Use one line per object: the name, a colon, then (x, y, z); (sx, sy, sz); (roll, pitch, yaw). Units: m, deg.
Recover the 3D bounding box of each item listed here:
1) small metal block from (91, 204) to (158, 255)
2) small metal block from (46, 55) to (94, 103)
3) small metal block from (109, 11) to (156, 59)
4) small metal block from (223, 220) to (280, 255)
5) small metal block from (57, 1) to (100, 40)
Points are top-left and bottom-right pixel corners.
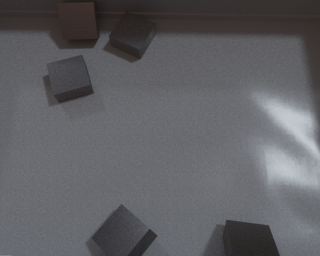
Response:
small metal block: (-0.040, 0.124, 0.353); (0.050, 0.025, 0.050); (30, 70, 37)
small metal block: (-0.125, -0.069, 0.433); (0.050, 0.025, 0.050); (-17, 71, -7)
small metal block: (-0.040, -0.138, 0.460); (0.050, 0.025, 0.050); (26, 72, 8)
small metal block: (0.100, 0.132, 0.347); (0.050, 0.050, 0.025); (7, 113, 2)
small metal block: (-0.117, -0.157, 0.451); (0.050, 0.050, 0.025); (-2, 26, -1)
